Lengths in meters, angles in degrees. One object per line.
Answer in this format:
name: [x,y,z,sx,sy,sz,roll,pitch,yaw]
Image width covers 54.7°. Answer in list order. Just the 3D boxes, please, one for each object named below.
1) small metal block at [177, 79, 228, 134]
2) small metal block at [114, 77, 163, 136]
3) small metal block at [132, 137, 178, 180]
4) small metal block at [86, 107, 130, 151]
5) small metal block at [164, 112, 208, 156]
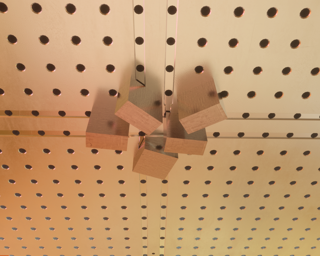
small metal block: [0.050,-0.026,0.374,0.050,0.050,0.025,-23,127,18]
small metal block: [-0.024,-0.027,0.372,0.050,0.050,0.025,33,122,-25]
small metal block: [-0.007,0.045,0.450,0.050,0.025,0.050,17,128,-15]
small metal block: [-0.065,0.001,0.395,0.050,0.050,0.025,6,130,-6]
small metal block: [0.031,0.007,0.402,0.050,0.050,0.025,6,130,-6]
